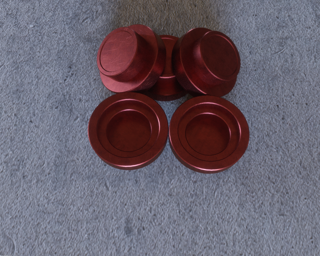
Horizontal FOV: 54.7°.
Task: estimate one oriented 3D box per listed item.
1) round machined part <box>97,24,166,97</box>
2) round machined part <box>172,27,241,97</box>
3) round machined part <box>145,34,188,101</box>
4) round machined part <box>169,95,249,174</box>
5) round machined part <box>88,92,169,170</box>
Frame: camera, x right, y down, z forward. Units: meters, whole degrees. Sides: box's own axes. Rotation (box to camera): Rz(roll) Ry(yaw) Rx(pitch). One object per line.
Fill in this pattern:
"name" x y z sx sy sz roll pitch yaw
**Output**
"round machined part" -0.044 -0.093 0.408 0.098 0.042 0.098 -10 71 31
"round machined part" 0.068 -0.088 0.410 0.099 0.042 0.098 8 74 -30
"round machined part" 0.007 -0.090 0.433 0.099 0.042 0.098 0 70 -1
"round machined part" 0.060 0.011 0.397 0.099 0.042 0.098 0 70 -1
"round machined part" -0.039 0.006 0.397 0.099 0.042 0.098 0 70 -1
